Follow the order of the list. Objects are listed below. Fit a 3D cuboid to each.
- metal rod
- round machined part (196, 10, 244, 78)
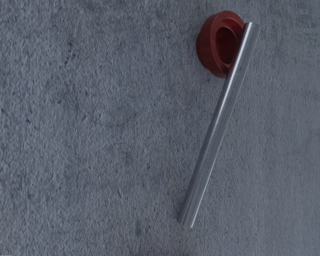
[{"bbox_3d":[0.084,-0.005,0.441,0.025,0.025,0.299,21,88,-39],"label":"metal rod"},{"bbox_3d":[0.094,-0.125,0.474,0.099,0.042,0.097,0,90,-40],"label":"round machined part"}]
